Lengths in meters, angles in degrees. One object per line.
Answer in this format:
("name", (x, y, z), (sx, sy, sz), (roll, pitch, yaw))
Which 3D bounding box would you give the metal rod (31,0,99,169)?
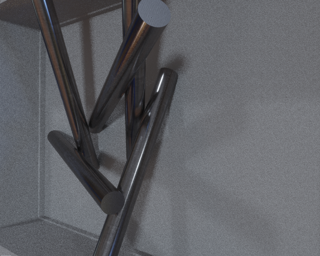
("metal rod", (-0.132, -0.068, 0.431), (0.025, 0.025, 0.298), (14, 125, 39))

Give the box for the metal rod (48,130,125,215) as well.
("metal rod", (-0.119, 0.045, 0.436), (0.300, 0.025, 0.025), (22, 105, 58))

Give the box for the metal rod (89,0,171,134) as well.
("metal rod", (-0.054, -0.044, 0.359), (0.299, 0.025, 0.025), (141, 117, -64))

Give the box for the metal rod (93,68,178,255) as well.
("metal rod", (-0.034, 0.064, 0.350), (0.025, 0.025, 0.299), (2, 65, 39))

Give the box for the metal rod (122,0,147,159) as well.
("metal rod", (-0.028, -0.077, 0.346), (0.025, 0.025, 0.298), (34, 137, 34))
